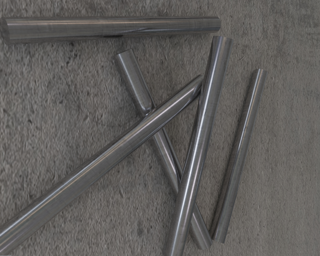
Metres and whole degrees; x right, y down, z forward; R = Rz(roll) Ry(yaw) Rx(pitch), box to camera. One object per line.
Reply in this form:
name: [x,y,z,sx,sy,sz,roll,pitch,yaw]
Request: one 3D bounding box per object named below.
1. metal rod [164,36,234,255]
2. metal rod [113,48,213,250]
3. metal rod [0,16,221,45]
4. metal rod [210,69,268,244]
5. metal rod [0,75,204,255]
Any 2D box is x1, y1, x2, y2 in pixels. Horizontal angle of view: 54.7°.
metal rod: [0.046,0.037,0.394,0.025,0.025,0.298,3,103,-40]
metal rod: [0.011,0.041,0.413,0.025,0.025,0.299,-36,112,-34]
metal rod: [-0.030,-0.124,0.379,0.302,0.025,0.025,-17,101,-39]
metal rod: [0.134,0.037,0.516,0.025,0.025,0.299,30,71,-36]
metal rod: [-0.049,0.027,0.340,0.302,0.025,0.025,-39,114,-25]
